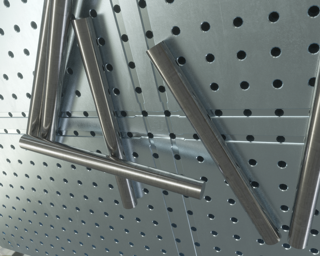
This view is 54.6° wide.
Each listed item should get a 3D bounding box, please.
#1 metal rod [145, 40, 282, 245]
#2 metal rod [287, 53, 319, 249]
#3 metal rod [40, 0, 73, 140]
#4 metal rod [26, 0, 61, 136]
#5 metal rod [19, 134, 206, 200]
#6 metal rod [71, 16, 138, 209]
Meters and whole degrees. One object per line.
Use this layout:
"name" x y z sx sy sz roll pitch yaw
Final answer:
"metal rod" 0.074 0.028 0.389 0.025 0.025 0.299 -24 106 36
"metal rod" 0.169 0.020 0.334 0.025 0.025 0.298 9 123 23
"metal rod" -0.149 -0.069 0.436 0.025 0.025 0.298 31 132 8
"metal rod" -0.162 -0.095 0.438 0.025 0.025 0.298 33 129 7
"metal rod" -0.082 0.051 0.453 0.301 0.025 0.025 12 124 21
"metal rod" -0.073 -0.004 0.447 0.025 0.025 0.298 4 121 26
